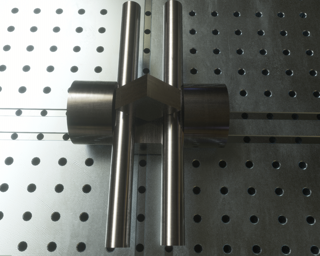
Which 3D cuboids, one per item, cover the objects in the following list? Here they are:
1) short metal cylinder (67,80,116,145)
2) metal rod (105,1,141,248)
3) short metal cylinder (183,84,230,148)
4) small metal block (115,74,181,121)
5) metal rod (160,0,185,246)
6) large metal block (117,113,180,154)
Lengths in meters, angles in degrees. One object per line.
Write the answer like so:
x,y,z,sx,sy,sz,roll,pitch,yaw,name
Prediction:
-0.079,-0.019,0.385,0.050,0.080,0.080,1,70,0,short metal cylinder
-0.040,-0.020,0.362,0.025,0.025,0.299,1,70,0,metal rod
0.053,-0.015,0.384,0.050,0.080,0.080,0,70,1,short metal cylinder
-0.013,-0.031,0.339,0.050,0.050,0.025,-17,64,41,small metal block
0.015,-0.022,0.363,0.025,0.025,0.299,1,70,0,metal rod
-0.013,-0.012,0.398,0.081,0.050,0.080,1,70,0,large metal block
